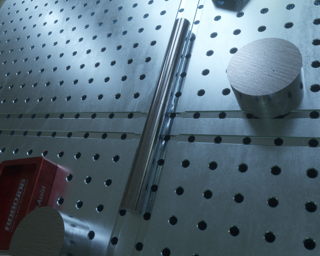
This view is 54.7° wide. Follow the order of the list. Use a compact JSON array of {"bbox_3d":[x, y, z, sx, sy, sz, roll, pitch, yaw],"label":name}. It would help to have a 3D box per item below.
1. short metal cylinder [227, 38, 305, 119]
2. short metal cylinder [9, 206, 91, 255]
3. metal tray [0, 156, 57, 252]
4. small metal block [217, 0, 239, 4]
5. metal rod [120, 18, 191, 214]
[{"bbox_3d":[0.124,-0.058,0.362,0.080,0.050,0.080,-13,56,21],"label":"short metal cylinder"},{"bbox_3d":[-0.132,0.141,0.375,0.080,0.050,0.080,-13,56,21],"label":"short metal cylinder"},{"bbox_3d":[-0.208,0.109,0.447,0.090,0.030,0.130,-8,58,24],"label":"metal tray"},{"bbox_3d":[0.111,-0.229,0.490,0.050,0.025,0.050,32,79,38],"label":"small metal block"},{"bbox_3d":[0.000,-0.034,0.428,0.025,0.025,0.300,1,62,28],"label":"metal rod"}]
